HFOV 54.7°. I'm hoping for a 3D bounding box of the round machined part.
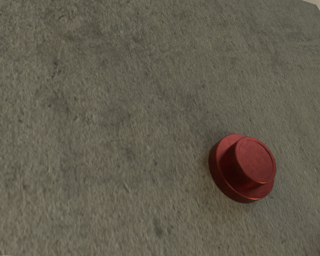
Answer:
[{"bbox_3d":[0.120,0.051,0.429,0.099,0.042,0.098,14,56,-21],"label":"round machined part"}]
